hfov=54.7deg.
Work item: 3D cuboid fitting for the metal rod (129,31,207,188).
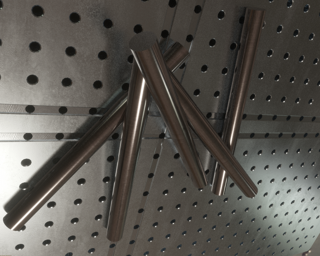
[{"bbox_3d":[0.025,0.006,0.385,0.025,0.025,0.299,-34,143,-6],"label":"metal rod"}]

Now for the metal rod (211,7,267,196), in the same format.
[{"bbox_3d":[0.111,-0.020,0.461,0.025,0.025,0.298,-10,123,-23],"label":"metal rod"}]

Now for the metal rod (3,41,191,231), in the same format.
[{"bbox_3d":[-0.078,0.012,0.376,0.300,0.025,0.025,-45,130,3],"label":"metal rod"}]

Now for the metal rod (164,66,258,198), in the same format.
[{"bbox_3d":[0.077,0.024,0.436,0.025,0.025,0.300,-42,130,1],"label":"metal rod"}]

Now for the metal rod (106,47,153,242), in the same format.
[{"bbox_3d":[-0.042,0.044,0.394,0.025,0.025,0.298,-6,128,-26],"label":"metal rod"}]
